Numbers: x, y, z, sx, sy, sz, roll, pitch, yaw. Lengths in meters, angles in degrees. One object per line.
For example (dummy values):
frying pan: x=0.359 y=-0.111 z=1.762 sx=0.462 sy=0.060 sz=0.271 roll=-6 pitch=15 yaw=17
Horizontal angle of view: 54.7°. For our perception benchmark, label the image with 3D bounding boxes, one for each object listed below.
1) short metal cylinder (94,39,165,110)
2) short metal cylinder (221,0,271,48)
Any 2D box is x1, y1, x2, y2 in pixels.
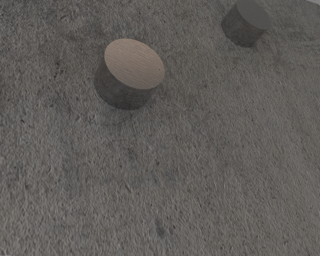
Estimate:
short metal cylinder: x=-0.041 y=-0.070 z=0.408 sx=0.081 sy=0.050 sz=0.080 roll=14 pitch=56 yaw=-21
short metal cylinder: x=0.167 y=-0.204 z=0.602 sx=0.081 sy=0.050 sz=0.080 roll=14 pitch=56 yaw=-21
